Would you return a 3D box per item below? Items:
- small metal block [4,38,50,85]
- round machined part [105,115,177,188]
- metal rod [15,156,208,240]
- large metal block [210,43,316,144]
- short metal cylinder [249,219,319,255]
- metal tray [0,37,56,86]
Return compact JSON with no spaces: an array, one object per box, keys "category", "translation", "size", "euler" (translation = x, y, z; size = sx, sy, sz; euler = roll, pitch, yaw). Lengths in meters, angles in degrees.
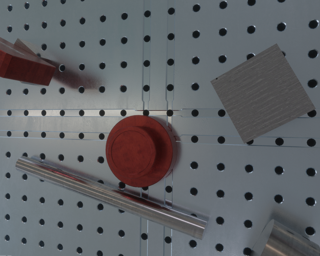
[{"category":"small metal block","translation":[-0.211,-0.104,0.487],"size":[0.050,0.025,0.050],"euler":[41,103,15]},{"category":"round machined part","translation":[-0.030,0.031,0.414],"size":[0.098,0.042,0.097],"euler":[0,90,19]},{"category":"metal rod","translation":[-0.081,0.093,0.440],"size":[0.301,0.025,0.025],"euler":[15,95,19]},{"category":"large metal block","translation":[0.117,-0.037,0.358],"size":[0.080,0.050,0.080],"euler":[-29,81,17]},{"category":"short metal cylinder","translation":[0.129,0.148,0.338],"size":[0.050,0.080,0.080],"euler":[29,99,17]},{"category":"metal tray","translation":[-0.224,-0.103,0.430],"size":[0.130,0.090,0.030],"euler":[29,99,17]}]
